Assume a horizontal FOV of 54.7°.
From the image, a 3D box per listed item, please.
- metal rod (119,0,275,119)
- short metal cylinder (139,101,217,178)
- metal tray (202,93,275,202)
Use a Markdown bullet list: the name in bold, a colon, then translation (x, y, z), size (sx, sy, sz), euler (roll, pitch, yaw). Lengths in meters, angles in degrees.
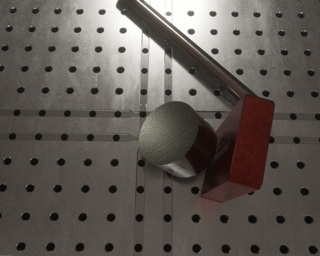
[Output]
- **metal rod**: translation (0.042, -0.116, 0.454), size (0.025, 0.025, 0.300), euler (-42, 76, -14)
- **short metal cylinder**: translation (0.022, 0.014, 0.374), size (0.080, 0.050, 0.080), euler (-17, 57, 28)
- **metal tray**: translation (0.082, 0.029, 0.345), size (0.030, 0.130, 0.090), euler (16, 71, 1)
